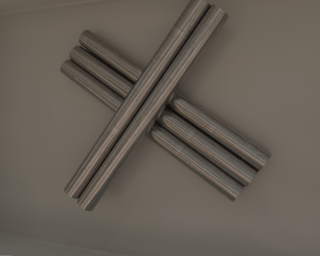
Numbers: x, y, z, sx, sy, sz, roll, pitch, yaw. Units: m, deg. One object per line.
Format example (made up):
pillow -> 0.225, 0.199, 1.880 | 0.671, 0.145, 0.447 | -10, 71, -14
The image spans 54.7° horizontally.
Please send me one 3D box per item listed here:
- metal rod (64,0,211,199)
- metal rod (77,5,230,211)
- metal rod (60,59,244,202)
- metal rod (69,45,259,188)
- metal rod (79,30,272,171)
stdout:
metal rod -> -0.035, -0.030, 0.395 | 0.025, 0.025, 0.299 | 39, 102, 16
metal rod -> -0.015, -0.016, 0.388 | 0.025, 0.025, 0.299 | 39, 102, 16
metal rod -> -0.021, -0.005, 0.416 | 0.300, 0.025, 0.025 | 36, 102, 16
metal rod -> -0.006, -0.024, 0.411 | 0.300, 0.025, 0.025 | 36, 102, 16
metal rod -> 0.009, -0.045, 0.406 | 0.300, 0.025, 0.025 | 36, 102, 16
